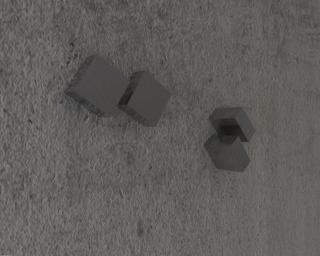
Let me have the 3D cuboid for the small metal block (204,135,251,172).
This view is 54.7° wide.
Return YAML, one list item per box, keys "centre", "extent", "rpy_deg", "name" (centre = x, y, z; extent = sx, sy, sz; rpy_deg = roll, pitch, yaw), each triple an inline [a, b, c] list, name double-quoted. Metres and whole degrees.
- centre: [0.103, 0.039, 0.474]
  extent: [0.025, 0.050, 0.050]
  rpy_deg: [-45, 118, -30]
  name: "small metal block"

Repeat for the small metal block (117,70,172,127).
- centre: [-0.019, -0.036, 0.388]
  extent: [0.050, 0.025, 0.050]
  rpy_deg: [38, 67, -34]
  name: "small metal block"

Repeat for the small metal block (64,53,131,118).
- centre: [-0.069, -0.046, 0.347]
  extent: [0.050, 0.025, 0.050]
  rpy_deg: [39, 66, -33]
  name: "small metal block"

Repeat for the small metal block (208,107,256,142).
- centre: [0.112, -0.005, 0.482]
  extent: [0.025, 0.050, 0.050]
  rpy_deg: [-52, 121, -27]
  name: "small metal block"
